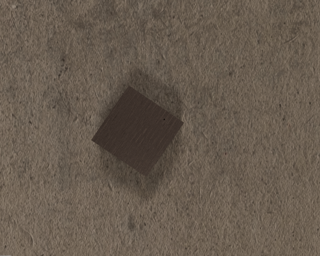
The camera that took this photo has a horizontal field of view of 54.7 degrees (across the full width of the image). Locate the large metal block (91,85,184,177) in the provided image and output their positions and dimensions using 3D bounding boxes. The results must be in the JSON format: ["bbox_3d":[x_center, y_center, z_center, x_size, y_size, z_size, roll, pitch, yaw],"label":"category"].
[{"bbox_3d":[-0.027,0.004,0.397,0.080,0.050,0.080,34,90,-1],"label":"large metal block"}]
